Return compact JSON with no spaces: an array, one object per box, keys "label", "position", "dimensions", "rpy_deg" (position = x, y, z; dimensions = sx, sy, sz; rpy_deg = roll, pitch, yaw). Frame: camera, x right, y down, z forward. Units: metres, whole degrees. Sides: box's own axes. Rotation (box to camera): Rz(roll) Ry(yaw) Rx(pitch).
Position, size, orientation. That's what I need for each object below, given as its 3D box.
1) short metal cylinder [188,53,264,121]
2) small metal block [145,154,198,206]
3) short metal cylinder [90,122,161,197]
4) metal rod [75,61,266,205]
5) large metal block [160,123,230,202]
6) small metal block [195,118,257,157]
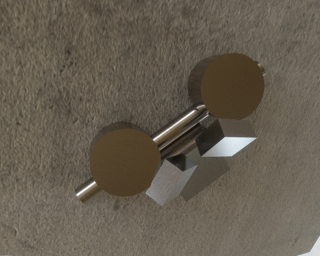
[{"label":"short metal cylinder","position":[0.081,-0.051,0.387],"dimensions":[0.081,0.050,0.079],"rpy_deg":[-2,100,-12]},{"label":"small metal block","position":[0.015,0.061,0.376],"dimensions":[0.050,0.025,0.050],"rpy_deg":[-61,159,16]},{"label":"short metal cylinder","position":[-0.043,0.036,0.374],"dimensions":[0.081,0.050,0.079],"rpy_deg":[-2,100,-13]},{"label":"metal rod","position":[0.018,0.004,0.421],"dimensions":[0.301,0.025,0.025],"rpy_deg":[-36,129,-5]},{"label":"large metal block","position":[0.043,0.046,0.444],"dimensions":[0.080,0.050,0.080],"rpy_deg":[-36,130,-5]},{"label":"small metal block","position":[0.080,0.013,0.381],"dimensions":[0.050,0.025,0.050],"rpy_deg":[2,148,-30]}]
